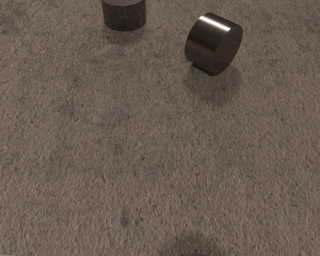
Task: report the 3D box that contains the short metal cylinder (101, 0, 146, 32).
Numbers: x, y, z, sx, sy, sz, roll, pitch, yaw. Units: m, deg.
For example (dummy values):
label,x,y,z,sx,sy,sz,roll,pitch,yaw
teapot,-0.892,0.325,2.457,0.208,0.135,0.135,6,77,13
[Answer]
label,x,y,z,sx,sy,sz,roll,pitch,yaw
short metal cylinder,-0.066,-0.223,0.574,0.081,0.050,0.080,0,50,0

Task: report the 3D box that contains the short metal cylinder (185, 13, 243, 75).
label,x,y,z,sx,sy,sz,roll,pitch,yaw
short metal cylinder,0.083,-0.129,0.477,0.050,0.080,0.080,35,58,25

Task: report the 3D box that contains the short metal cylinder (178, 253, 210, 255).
label,x,y,z,sx,sy,sz,roll,pitch,yaw
short metal cylinder,0.028,0.153,0.258,0.081,0.050,0.080,0,50,0
